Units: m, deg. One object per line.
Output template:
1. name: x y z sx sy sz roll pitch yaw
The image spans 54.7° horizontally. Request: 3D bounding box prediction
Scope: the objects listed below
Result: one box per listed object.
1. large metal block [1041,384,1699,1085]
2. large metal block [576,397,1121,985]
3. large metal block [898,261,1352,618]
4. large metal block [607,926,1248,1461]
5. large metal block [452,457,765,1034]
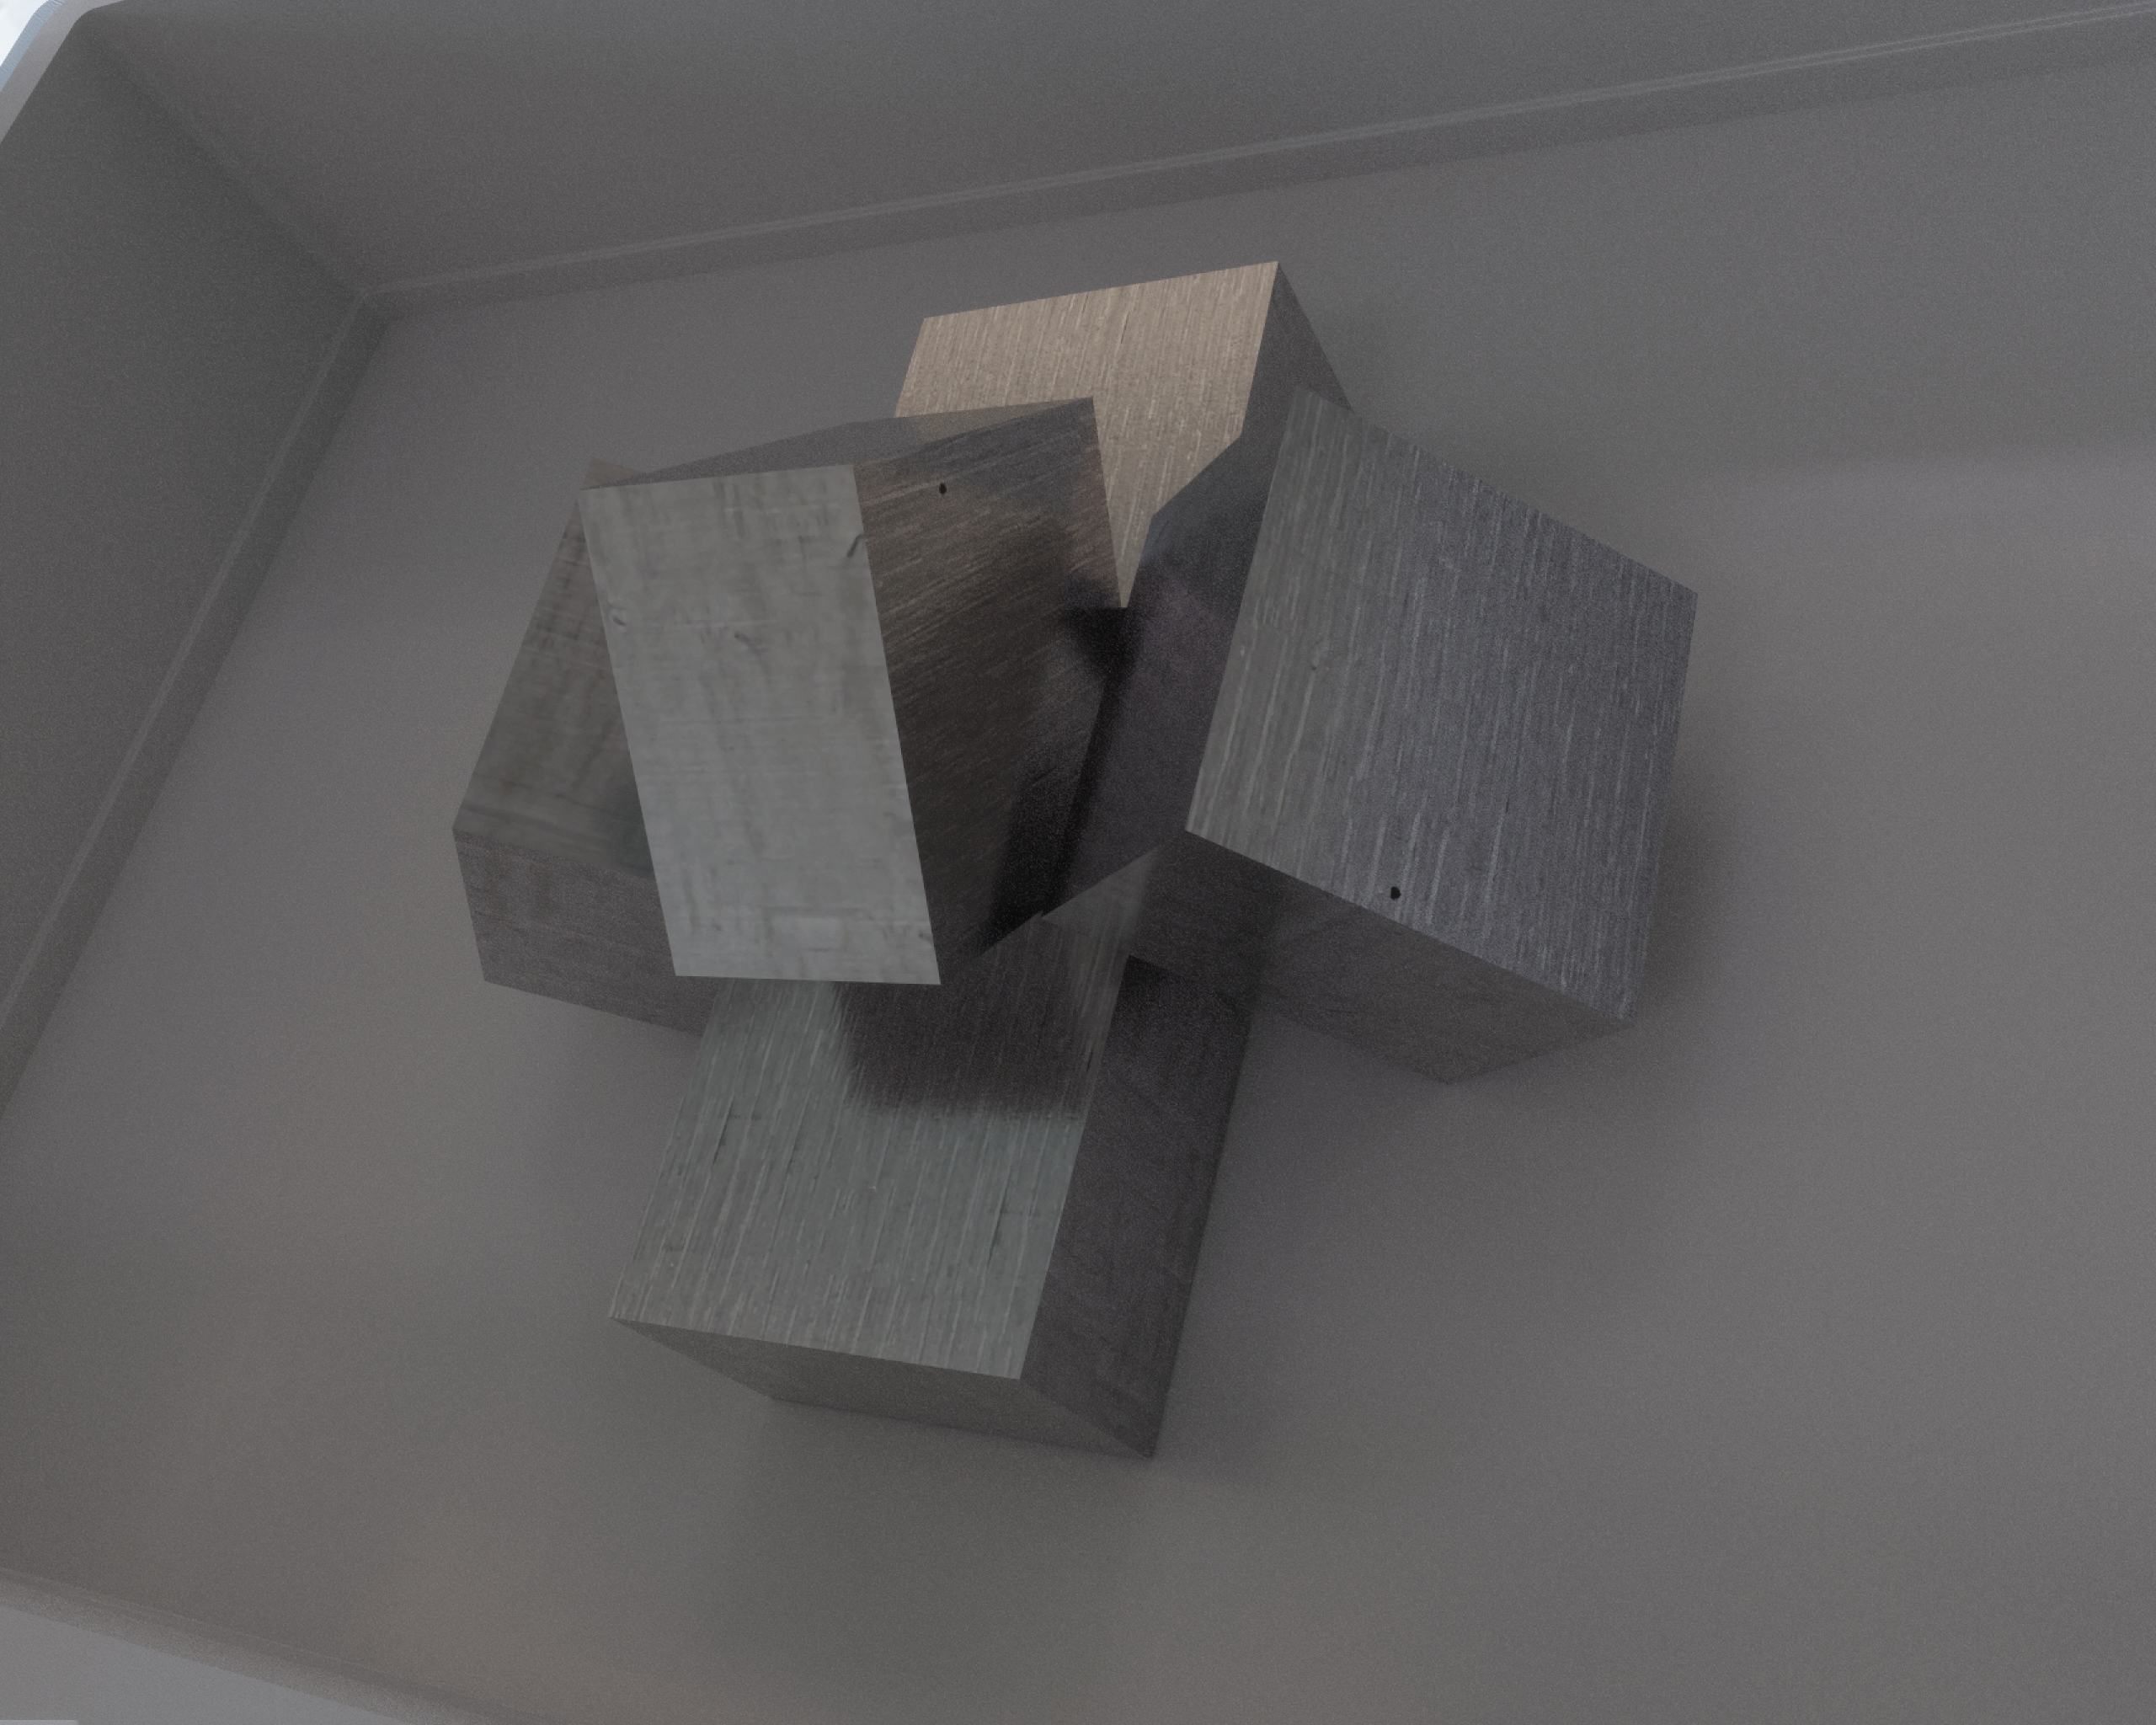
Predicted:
1. large metal block: 0.049 -0.018 0.345 0.050 0.080 0.080 -33 38 60
2. large metal block: -0.032 -0.032 0.354 0.050 0.079 0.080 0 18 27
3. large metal block: 0.006 -0.069 0.424 0.080 0.050 0.080 -1 61 27
4. large metal block: -0.024 0.054 0.368 0.080 0.050 0.080 1 62 28
5. large metal block: -0.083 -0.019 0.415 0.050 0.080 0.080 15 65 -5
